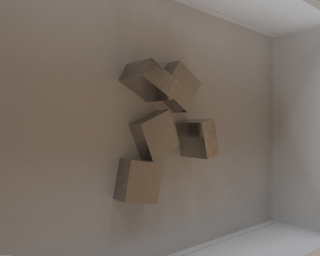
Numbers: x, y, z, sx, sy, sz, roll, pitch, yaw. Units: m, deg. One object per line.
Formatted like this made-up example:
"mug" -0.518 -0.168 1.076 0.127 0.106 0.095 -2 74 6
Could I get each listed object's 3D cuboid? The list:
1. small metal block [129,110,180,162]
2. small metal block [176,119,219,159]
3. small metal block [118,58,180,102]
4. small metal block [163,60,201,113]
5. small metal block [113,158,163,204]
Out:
"small metal block" -0.006 0.009 0.401 0.050 0.025 0.050 -29 109 -36
"small metal block" 0.052 0.014 0.434 0.025 0.050 0.050 -17 101 -39
"small metal block" -0.013 -0.057 0.379 0.050 0.050 0.025 36 68 -34
"small metal block" 0.024 -0.056 0.426 0.050 0.025 0.050 41 65 -33
"small metal block" -0.026 0.066 0.385 0.050 0.025 0.050 14 81 -39
